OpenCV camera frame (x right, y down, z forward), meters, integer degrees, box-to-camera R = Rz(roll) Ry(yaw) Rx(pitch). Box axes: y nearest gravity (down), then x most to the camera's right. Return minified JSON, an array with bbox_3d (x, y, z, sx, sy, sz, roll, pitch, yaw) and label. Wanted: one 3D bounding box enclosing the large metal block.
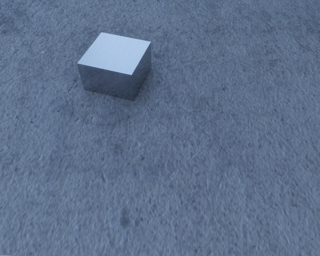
[{"bbox_3d":[-0.064,-0.093,0.465,0.080,0.050,0.080,14,51,11],"label":"large metal block"}]
